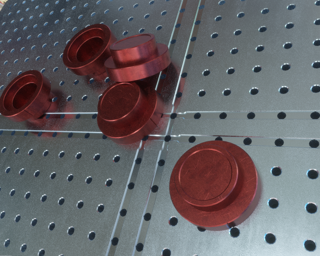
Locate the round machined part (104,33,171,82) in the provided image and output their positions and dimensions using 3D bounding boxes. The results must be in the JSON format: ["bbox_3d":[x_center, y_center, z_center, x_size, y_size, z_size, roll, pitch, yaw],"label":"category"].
[{"bbox_3d":[-0.036,-0.108,0.458,0.098,0.042,0.098,-11,30,7],"label":"round machined part"}]

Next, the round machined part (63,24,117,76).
[{"bbox_3d":[-0.116,-0.130,0.540,0.098,0.042,0.098,-13,56,21],"label":"round machined part"}]

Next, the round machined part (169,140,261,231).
[{"bbox_3d":[0.055,0.057,0.334,0.098,0.042,0.098,-13,56,21],"label":"round machined part"}]

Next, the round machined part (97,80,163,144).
[{"bbox_3d":[-0.049,-0.030,0.442,0.098,0.042,0.098,-13,56,21],"label":"round machined part"}]

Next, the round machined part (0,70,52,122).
[{"bbox_3d":[-0.234,-0.052,0.554,0.098,0.042,0.098,-13,56,21],"label":"round machined part"}]
